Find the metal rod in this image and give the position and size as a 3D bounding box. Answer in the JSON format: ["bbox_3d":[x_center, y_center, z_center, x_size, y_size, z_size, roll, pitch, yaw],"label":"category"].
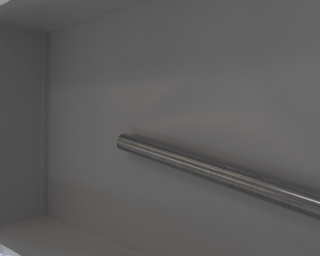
[{"bbox_3d":[0.059,0.049,0.358,0.300,0.025,0.025,15,99,39],"label":"metal rod"}]
